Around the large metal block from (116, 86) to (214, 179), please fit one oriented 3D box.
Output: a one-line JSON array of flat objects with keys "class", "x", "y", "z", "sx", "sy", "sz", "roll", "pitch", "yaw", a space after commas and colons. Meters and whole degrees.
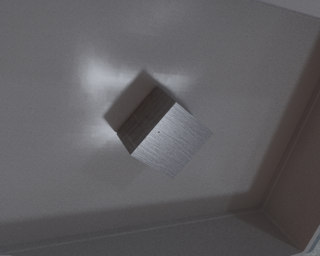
[{"class": "large metal block", "x": 0.007, "y": 0.007, "z": 0.396, "sx": 0.080, "sy": 0.050, "sz": 0.080, "roll": -49, "pitch": 129, "yaw": 6}]
